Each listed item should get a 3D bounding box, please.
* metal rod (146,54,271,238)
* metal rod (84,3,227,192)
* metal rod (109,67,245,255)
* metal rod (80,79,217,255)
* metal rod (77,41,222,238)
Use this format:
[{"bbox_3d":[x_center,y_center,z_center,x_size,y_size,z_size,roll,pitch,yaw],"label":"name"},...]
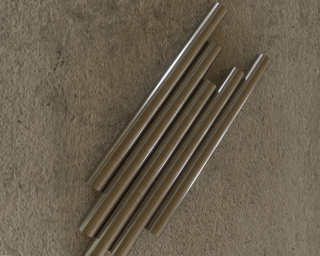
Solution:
[{"bbox_3d":[0.073,0.017,0.438,0.025,0.025,0.300,38,78,-16],"label":"metal rod"},{"bbox_3d":[0.001,-0.049,0.412,0.025,0.025,0.300,38,78,-16],"label":"metal rod"},{"bbox_3d":[0.029,0.039,0.422,0.025,0.025,0.300,38,78,-16],"label":"metal rod"},{"bbox_3d":[-0.014,0.059,0.406,0.025,0.025,0.300,38,78,-16],"label":"metal rod"},{"bbox_3d":[-0.007,0.006,0.409,0.025,0.025,0.300,38,78,-16],"label":"metal rod"}]
